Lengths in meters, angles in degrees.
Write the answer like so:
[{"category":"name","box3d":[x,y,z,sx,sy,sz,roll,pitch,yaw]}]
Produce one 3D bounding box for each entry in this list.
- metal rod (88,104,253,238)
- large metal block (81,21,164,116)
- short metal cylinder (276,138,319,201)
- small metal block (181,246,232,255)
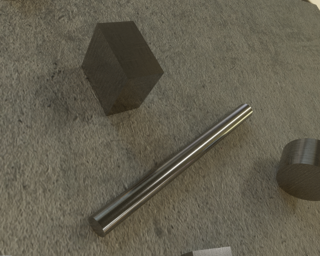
[{"category":"metal rod","box3d":[0.037,0.036,0.403,0.302,0.025,0.025,-32,80,-38]},{"category":"large metal block","box3d":[-0.050,-0.073,0.387,0.050,0.080,0.080,-18,72,-35]},{"category":"short metal cylinder","box3d":[0.216,0.061,0.451,0.080,0.080,0.050,36,51,-5]},{"category":"small metal block","box3d":[0.055,0.160,0.338,0.050,0.025,0.050,5,60,-26]}]
